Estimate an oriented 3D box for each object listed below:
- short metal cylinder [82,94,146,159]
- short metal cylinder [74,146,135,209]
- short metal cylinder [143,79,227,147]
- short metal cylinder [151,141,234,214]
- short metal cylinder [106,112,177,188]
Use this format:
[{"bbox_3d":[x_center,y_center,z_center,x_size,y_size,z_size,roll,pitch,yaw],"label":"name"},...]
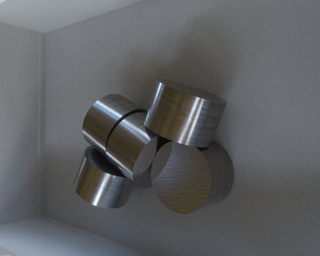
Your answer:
[{"bbox_3d":[-0.054,0.001,0.411,0.050,0.081,0.079,32,110,35],"label":"short metal cylinder"},{"bbox_3d":[-0.072,0.064,0.425,0.080,0.081,0.050,36,112,34],"label":"short metal cylinder"},{"bbox_3d":[0.027,-0.018,0.345,0.080,0.081,0.050,29,108,36],"label":"short metal cylinder"},{"bbox_3d":[0.037,0.053,0.356,0.080,0.050,0.079,0,90,39],"label":"short metal cylinder"},{"bbox_3d":[-0.019,0.027,0.383,0.050,0.081,0.079,33,111,35],"label":"short metal cylinder"}]
